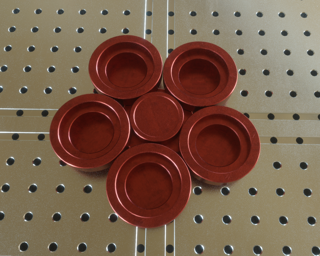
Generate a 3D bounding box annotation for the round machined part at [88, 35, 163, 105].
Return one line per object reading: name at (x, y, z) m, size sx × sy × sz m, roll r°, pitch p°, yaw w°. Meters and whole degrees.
round machined part at (-0.046, -0.076, 0.430) m, size 0.099 × 0.042 × 0.098 m, roll 0°, pitch 70°, yaw 0°

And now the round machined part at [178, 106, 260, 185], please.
round machined part at (0.072, 0.024, 0.394) m, size 0.099 × 0.042 × 0.098 m, roll 0°, pitch 70°, yaw 0°

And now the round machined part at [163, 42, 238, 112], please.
round machined part at (0.053, -0.066, 0.427) m, size 0.099 × 0.042 × 0.098 m, roll 0°, pitch 70°, yaw 0°

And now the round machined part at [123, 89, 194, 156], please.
round machined part at (-0.004, -0.008, 0.405) m, size 0.099 × 0.042 × 0.098 m, roll 0°, pitch 70°, yaw 0°

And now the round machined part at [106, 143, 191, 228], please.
round machined part at (-0.013, 0.071, 0.376) m, size 0.099 × 0.042 × 0.098 m, roll 0°, pitch 70°, yaw 0°

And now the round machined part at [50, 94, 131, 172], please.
round machined part at (-0.086, 0.008, 0.399) m, size 0.099 × 0.042 × 0.098 m, roll 0°, pitch 70°, yaw 0°
